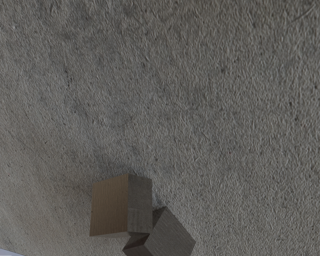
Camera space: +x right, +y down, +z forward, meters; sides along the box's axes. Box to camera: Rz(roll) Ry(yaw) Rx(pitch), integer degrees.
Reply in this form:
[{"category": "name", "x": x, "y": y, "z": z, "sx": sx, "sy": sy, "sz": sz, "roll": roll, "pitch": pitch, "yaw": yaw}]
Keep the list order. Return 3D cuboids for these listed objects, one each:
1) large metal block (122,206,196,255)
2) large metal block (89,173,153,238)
[{"category": "large metal block", "x": 0.001, "y": 0.185, "z": 0.485, "sx": 0.050, "sy": 0.080, "sz": 0.080, "roll": -31, "pitch": 102, "yaw": 38}, {"category": "large metal block", "x": -0.058, "y": 0.120, "z": 0.468, "sx": 0.080, "sy": 0.080, "sz": 0.050, "roll": -21, "pitch": 149, "yaw": 36}]
